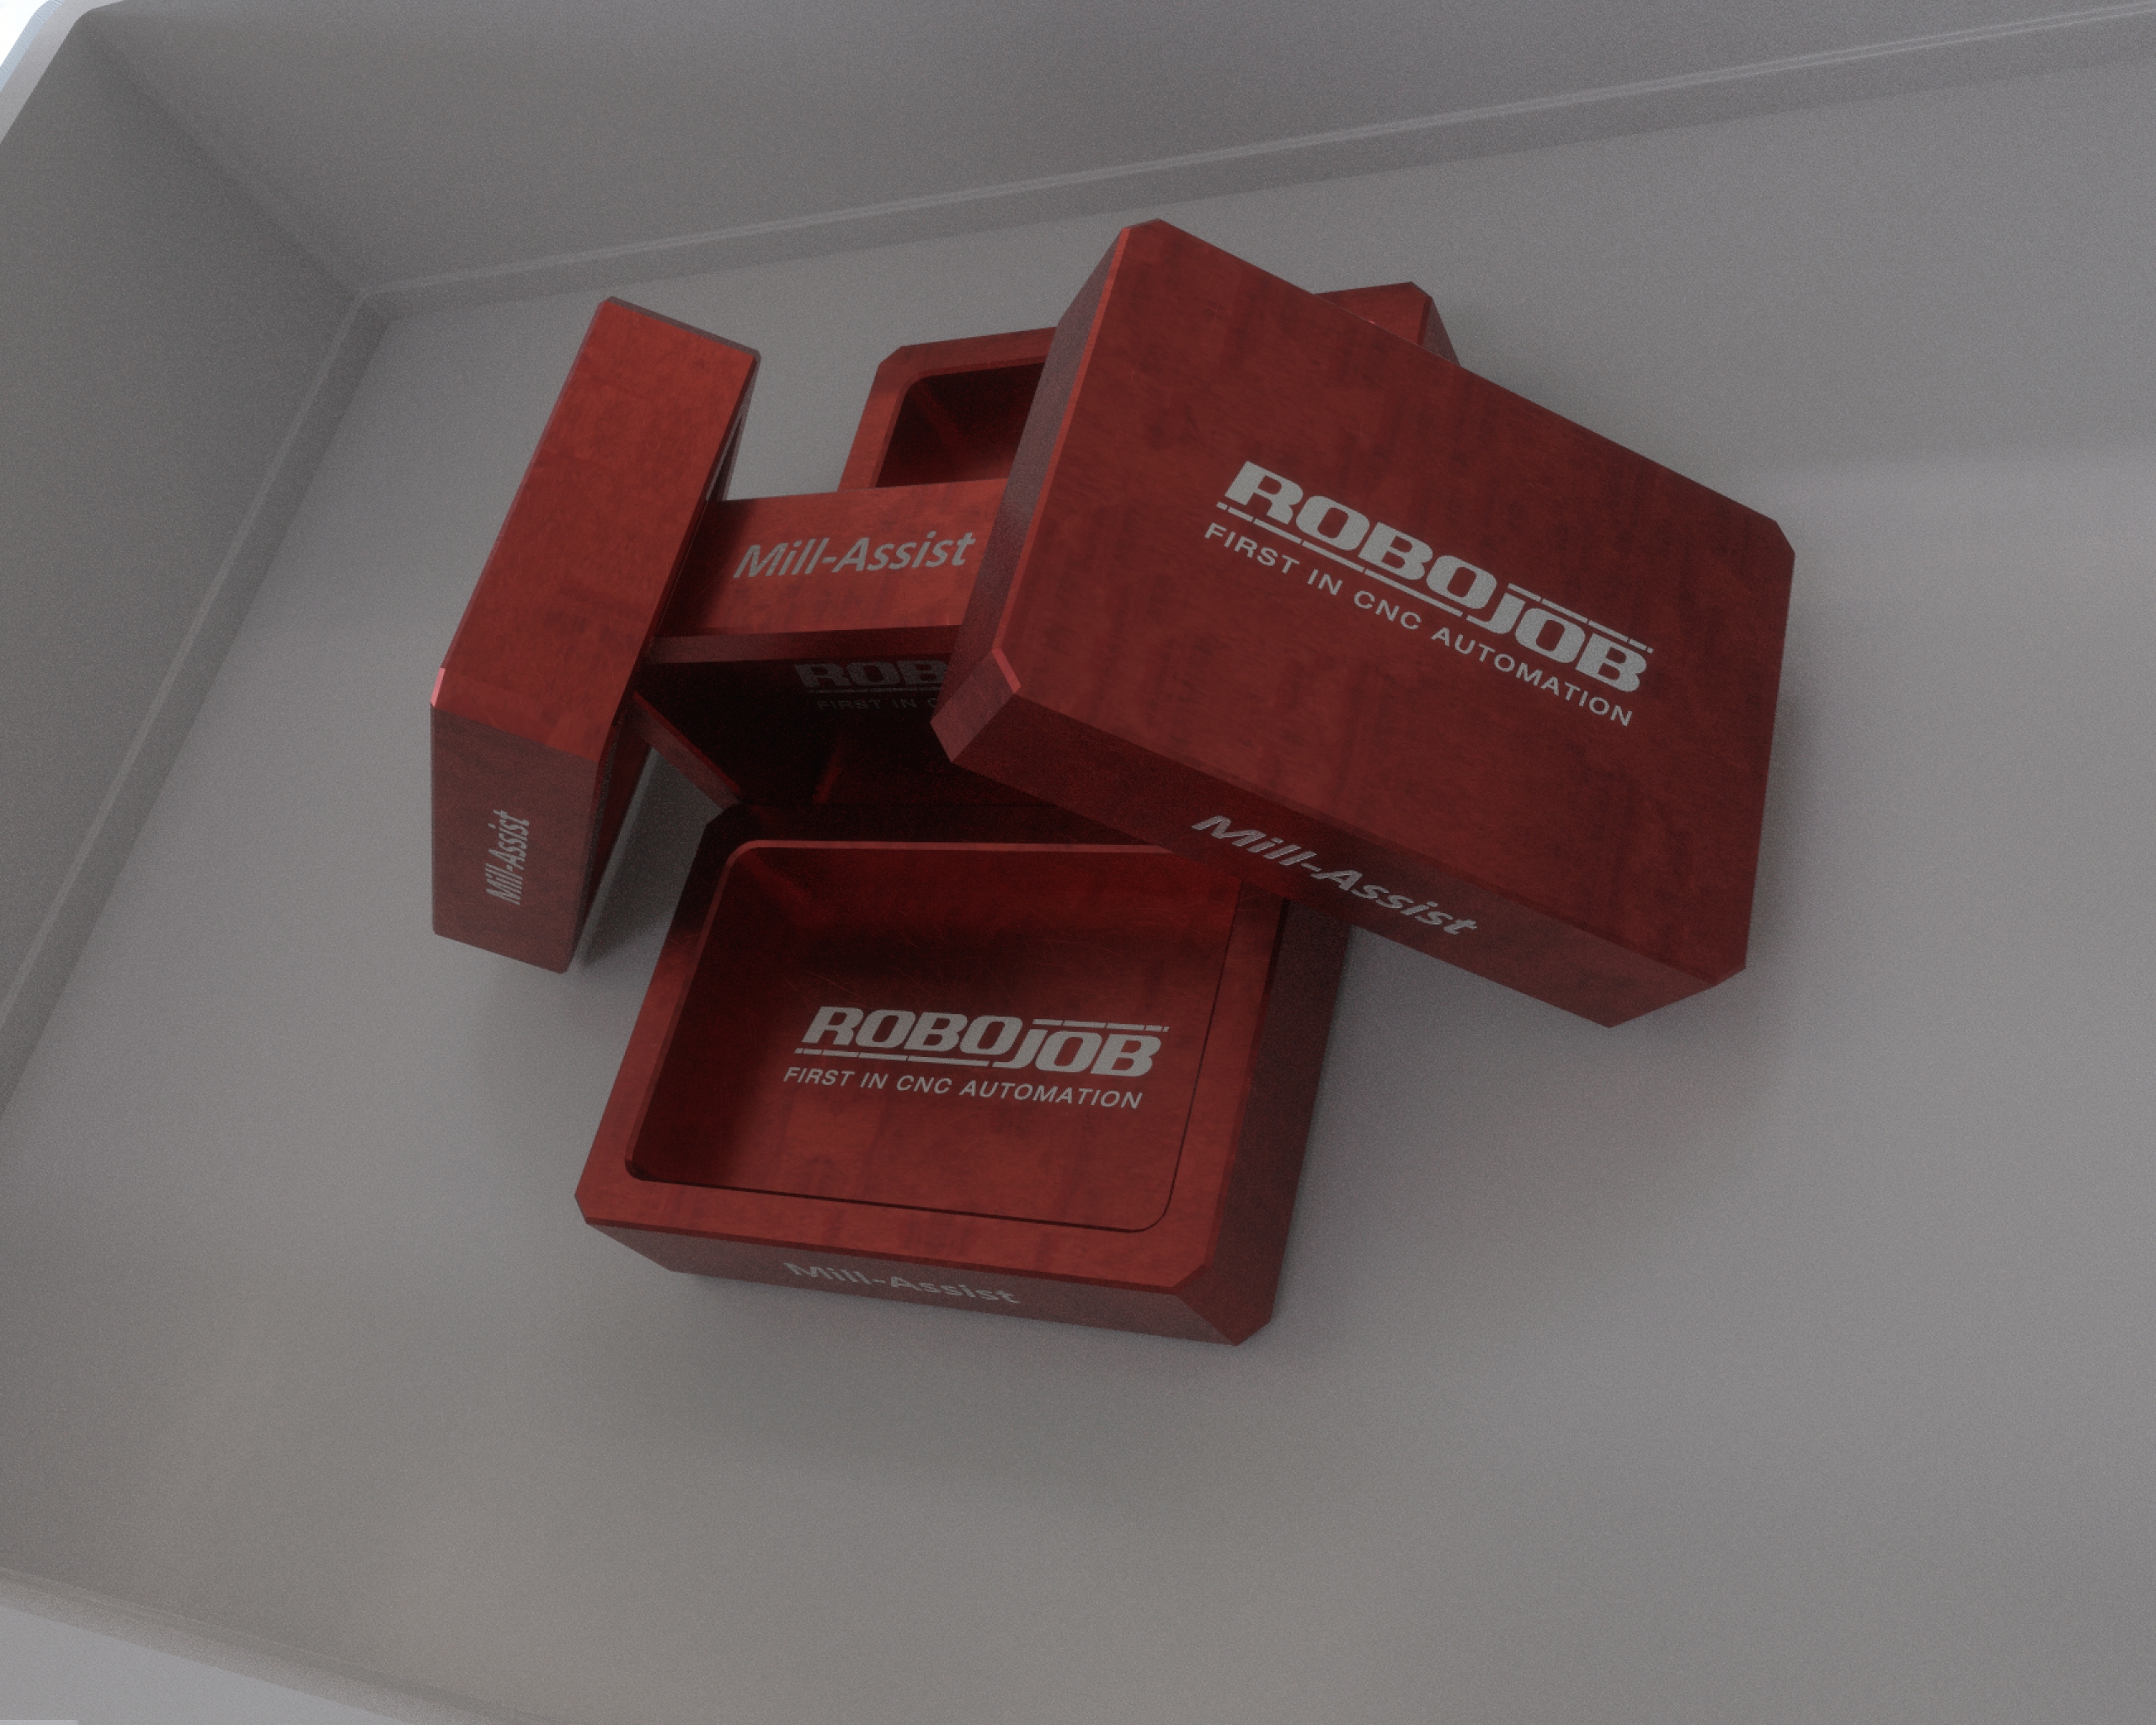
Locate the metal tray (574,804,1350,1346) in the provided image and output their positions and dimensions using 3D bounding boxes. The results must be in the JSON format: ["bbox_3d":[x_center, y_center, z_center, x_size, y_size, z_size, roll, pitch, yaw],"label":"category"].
[{"bbox_3d":[-0.022,0.035,0.388,0.130,0.030,0.090,1,62,28],"label":"metal tray"}]

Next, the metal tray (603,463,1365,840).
[{"bbox_3d":[-0.020,-0.032,0.392,0.130,0.090,0.030,1,62,28],"label":"metal tray"}]

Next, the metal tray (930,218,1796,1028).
[{"bbox_3d":[0.051,-0.037,0.341,0.030,0.131,0.090,-40,31,61],"label":"metal tray"}]

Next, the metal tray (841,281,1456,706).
[{"bbox_3d":[0.010,-0.071,0.439,0.130,0.030,0.090,0,62,27],"label":"metal tray"}]

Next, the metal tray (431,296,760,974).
[{"bbox_3d":[-0.100,-0.040,0.422,0.030,0.129,0.090,19,65,-9],"label":"metal tray"}]
